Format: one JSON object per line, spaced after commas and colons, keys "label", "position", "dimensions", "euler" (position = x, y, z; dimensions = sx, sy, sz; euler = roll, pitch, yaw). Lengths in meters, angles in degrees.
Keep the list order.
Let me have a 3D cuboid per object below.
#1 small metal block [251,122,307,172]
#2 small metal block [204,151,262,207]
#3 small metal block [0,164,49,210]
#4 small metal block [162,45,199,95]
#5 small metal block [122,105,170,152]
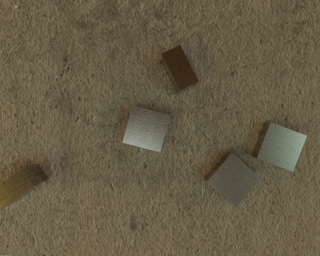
{"label": "small metal block", "position": [0.157, 0.024, 0.411], "dimensions": [0.050, 0.025, 0.050], "euler": [21, 90, 0]}
{"label": "small metal block", "position": [0.095, 0.067, 0.411], "dimensions": [0.050, 0.025, 0.050], "euler": [41, 90, 0]}
{"label": "small metal block", "position": [-0.179, 0.074, 0.396], "dimensions": [0.050, 0.050, 0.025], "euler": [-35, 90, 0]}
{"label": "small metal block", "position": [0.024, -0.073, 0.397], "dimensions": [0.025, 0.050, 0.050], "euler": [-27, 90, 0]}
{"label": "small metal block", "position": [-0.018, 0.001, 0.410], "dimensions": [0.050, 0.025, 0.050], "euler": [15, 90, 0]}
